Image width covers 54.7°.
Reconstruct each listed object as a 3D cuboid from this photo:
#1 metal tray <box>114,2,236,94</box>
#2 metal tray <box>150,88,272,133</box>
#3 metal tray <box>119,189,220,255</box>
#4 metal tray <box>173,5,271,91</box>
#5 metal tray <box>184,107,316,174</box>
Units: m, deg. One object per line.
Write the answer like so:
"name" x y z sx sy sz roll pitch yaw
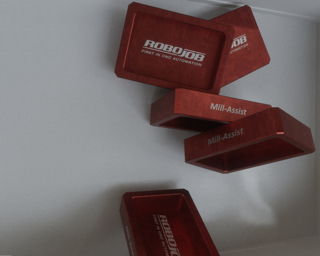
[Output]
"metal tray" 0.017 -0.093 0.385 0.131 0.030 0.089 13 98 -4
"metal tray" 0.063 -0.015 0.397 0.131 0.090 0.030 8 79 -20
"metal tray" 0.010 0.129 0.361 0.091 0.130 0.030 1 124 -20
"metal tray" 0.085 -0.108 0.439 0.131 0.030 0.090 -27 99 -18
"metal tray" 0.106 0.022 0.380 0.091 0.130 0.030 21 58 -40
